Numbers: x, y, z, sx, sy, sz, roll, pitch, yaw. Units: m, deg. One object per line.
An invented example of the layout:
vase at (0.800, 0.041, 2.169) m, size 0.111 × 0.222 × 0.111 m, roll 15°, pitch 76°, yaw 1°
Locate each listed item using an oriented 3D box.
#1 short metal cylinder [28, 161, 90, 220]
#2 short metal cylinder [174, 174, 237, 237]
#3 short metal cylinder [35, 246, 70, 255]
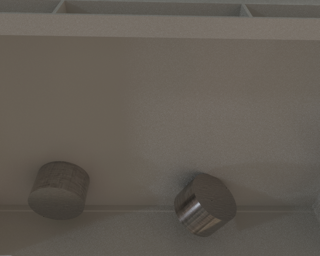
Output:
short metal cylinder at (-0.152, 0.096, 0.472) m, size 0.081 × 0.050 × 0.079 m, roll 0°, pitch 130°, yaw 0°
short metal cylinder at (0.069, 0.118, 0.474) m, size 0.080 × 0.080 × 0.050 m, roll 24°, pitch 126°, yaw -20°
short metal cylinder at (-0.220, 0.283, 0.613) m, size 0.080 × 0.080 × 0.050 m, roll -35°, pitch 122°, yaw 25°
